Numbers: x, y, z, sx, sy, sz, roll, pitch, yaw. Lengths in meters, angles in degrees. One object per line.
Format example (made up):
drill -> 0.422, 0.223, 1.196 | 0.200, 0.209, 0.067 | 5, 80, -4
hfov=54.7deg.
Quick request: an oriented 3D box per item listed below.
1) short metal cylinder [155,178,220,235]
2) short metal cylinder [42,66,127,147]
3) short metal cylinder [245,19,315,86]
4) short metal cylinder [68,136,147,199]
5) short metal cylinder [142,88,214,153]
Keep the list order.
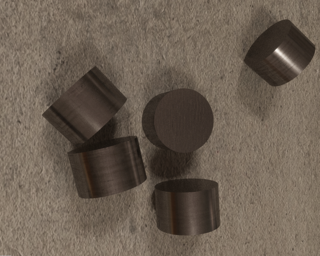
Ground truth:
short metal cylinder -> 0.035, 0.097, 0.394 | 0.081, 0.080, 0.050 | -4, 92, -20
short metal cylinder -> -0.084, -0.024, 0.349 | 0.080, 0.080, 0.050 | -47, 105, -14
short metal cylinder -> 0.170, -0.107, 0.444 | 0.050, 0.080, 0.080 | 36, 78, -17
short metal cylinder -> -0.060, 0.043, 0.358 | 0.081, 0.080, 0.050 | -14, 95, -20
short metal cylinder -> 0.022, -0.009, 0.405 | 0.081, 0.050, 0.079 | 0, 90, -21
